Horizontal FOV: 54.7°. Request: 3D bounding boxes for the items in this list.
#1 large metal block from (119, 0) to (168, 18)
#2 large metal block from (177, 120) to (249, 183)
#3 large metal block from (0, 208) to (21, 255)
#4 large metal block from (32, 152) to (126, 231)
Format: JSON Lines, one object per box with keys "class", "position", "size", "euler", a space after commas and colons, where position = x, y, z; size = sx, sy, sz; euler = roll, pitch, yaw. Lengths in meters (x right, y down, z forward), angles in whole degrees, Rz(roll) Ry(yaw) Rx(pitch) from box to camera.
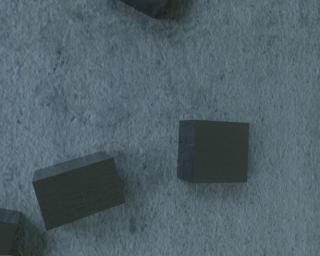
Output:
{"class": "large metal block", "position": [-0.023, -0.200, 0.388], "size": [0.080, 0.050, 0.080], "euler": [22, 83, -19]}
{"class": "large metal block", "position": [0.072, 0.031, 0.424], "size": [0.081, 0.050, 0.079], "euler": [3, 89, -20]}
{"class": "large metal block", "position": [-0.201, 0.126, 0.322], "size": [0.081, 0.050, 0.080], "euler": [17, 84, -20]}
{"class": "large metal block", "position": [-0.092, 0.064, 0.346], "size": [0.081, 0.080, 0.050], "euler": [-16, 96, -20]}
